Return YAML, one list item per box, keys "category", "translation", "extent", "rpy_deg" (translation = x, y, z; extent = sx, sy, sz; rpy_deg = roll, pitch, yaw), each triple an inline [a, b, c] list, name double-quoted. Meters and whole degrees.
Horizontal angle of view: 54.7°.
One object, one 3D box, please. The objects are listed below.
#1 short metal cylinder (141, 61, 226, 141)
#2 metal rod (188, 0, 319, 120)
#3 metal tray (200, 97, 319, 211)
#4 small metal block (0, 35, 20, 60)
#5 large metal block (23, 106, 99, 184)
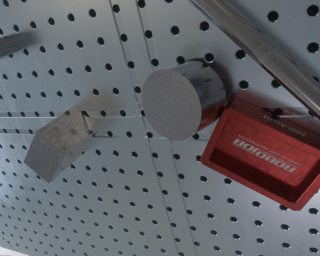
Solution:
- category: "short metal cylinder"
  translation: [0.026, -0.032, 0.349]
  extent: [0.080, 0.050, 0.079]
  rpy_deg: [18, 120, 35]
- category: "metal rod"
  translation: [0.099, -0.081, 0.309]
  extent: [0.300, 0.025, 0.025]
  rpy_deg: [42, 129, -1]
- category: "metal tray"
  translation: [0.123, 0.031, 0.362]
  extent: [0.130, 0.030, 0.089]
  rpy_deg: [27, 128, 11]
- category: "small metal block"
  translation: [-0.247, -0.112, 0.456]
  extent: [0.050, 0.050, 0.025]
  rpy_deg: [-11, 113, 33]
- category: "large metal block"
  translation: [-0.149, 0.025, 0.469]
  extent: [0.050, 0.080, 0.080]
  rpy_deg: [40, 129, 1]
